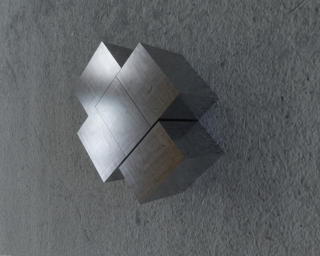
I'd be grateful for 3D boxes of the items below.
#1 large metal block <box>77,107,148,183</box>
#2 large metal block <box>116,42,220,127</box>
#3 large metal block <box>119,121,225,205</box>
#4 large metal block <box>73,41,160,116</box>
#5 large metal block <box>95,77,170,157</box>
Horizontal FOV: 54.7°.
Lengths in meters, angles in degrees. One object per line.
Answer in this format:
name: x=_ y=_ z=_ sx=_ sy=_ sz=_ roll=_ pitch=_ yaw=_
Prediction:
large metal block: x=-0.048 y=0.020 z=0.409 sx=0.050 sy=0.081 sz=0.080 roll=-50 pitch=61 yaw=28
large metal block: x=0.010 y=-0.047 z=0.361 sx=0.050 sy=0.081 sz=0.080 roll=-50 pitch=61 yaw=28
large metal block: x=0.014 y=0.038 z=0.358 sx=0.080 sy=0.081 sz=0.050 roll=-49 pitch=61 yaw=28
large metal block: x=-0.055 y=-0.060 z=0.414 sx=0.080 sy=0.081 sz=0.050 roll=-49 pitch=61 yaw=28
large metal block: x=-0.019 y=-0.014 z=0.385 sx=0.050 sy=0.081 sz=0.080 roll=-50 pitch=61 yaw=28
